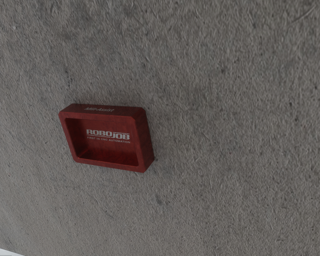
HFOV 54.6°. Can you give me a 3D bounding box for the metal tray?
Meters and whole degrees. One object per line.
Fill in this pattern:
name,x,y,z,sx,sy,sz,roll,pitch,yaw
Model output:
metal tray,-0.078,0.013,0.453,0.130,0.030,0.090,5,121,26
